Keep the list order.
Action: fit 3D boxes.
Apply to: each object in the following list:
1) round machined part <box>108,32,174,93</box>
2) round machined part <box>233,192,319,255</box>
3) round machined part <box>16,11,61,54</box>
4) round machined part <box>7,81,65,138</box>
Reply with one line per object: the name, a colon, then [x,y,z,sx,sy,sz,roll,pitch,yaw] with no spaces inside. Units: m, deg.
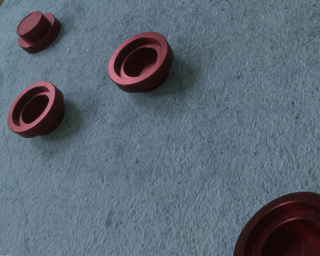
round machined part: [-0.024,-0.092,0.463,0.098,0.042,0.098,-13,56,21]
round machined part: [0.111,0.103,0.250,0.098,0.042,0.098,-43,11,11]
round machined part: [-0.265,-0.210,0.662,0.098,0.042,0.098,-13,56,21]
round machined part: [-0.199,-0.026,0.514,0.098,0.042,0.098,-13,56,21]
